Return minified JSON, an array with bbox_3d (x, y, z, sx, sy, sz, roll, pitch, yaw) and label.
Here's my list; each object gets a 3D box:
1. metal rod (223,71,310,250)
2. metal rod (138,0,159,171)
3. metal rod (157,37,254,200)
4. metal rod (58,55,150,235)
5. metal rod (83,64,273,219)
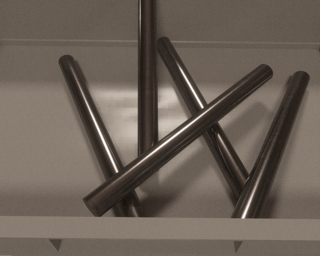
[{"bbox_3d":[0.142,0.013,0.375,0.025,0.025,0.301,24,47,18],"label":"metal rod"},{"bbox_3d":[-0.016,-0.093,0.404,0.025,0.025,0.299,-1,75,-1],"label":"metal rod"},{"bbox_3d":[0.051,-0.035,0.434,0.025,0.025,0.299,-14,51,-12],"label":"metal rod"},{"bbox_3d":[-0.085,-0.001,0.404,0.025,0.025,0.300,-19,53,-16],"label":"metal rod"},{"bbox_3d":[0.041,0.000,0.371,0.302,0.025,0.025,-36,59,-27],"label":"metal rod"}]
